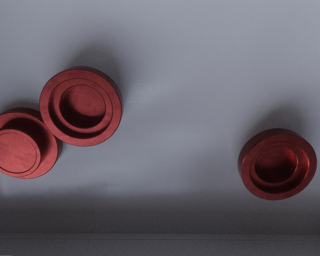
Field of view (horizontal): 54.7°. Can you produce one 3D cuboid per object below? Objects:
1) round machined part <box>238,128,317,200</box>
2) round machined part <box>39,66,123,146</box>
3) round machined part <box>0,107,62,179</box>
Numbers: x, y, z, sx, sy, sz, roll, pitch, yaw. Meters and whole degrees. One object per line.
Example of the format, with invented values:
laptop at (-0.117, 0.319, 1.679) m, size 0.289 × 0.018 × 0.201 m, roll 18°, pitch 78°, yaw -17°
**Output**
round machined part at (0.154, 0.045, 0.421) m, size 0.099 × 0.042 × 0.097 m, roll 0°, pitch 110°, yaw -1°
round machined part at (-0.095, -0.029, 0.390) m, size 0.099 × 0.042 × 0.097 m, roll 0°, pitch 110°, yaw -1°
round machined part at (-0.184, 0.025, 0.409) m, size 0.099 × 0.042 × 0.097 m, roll 0°, pitch 110°, yaw -1°
